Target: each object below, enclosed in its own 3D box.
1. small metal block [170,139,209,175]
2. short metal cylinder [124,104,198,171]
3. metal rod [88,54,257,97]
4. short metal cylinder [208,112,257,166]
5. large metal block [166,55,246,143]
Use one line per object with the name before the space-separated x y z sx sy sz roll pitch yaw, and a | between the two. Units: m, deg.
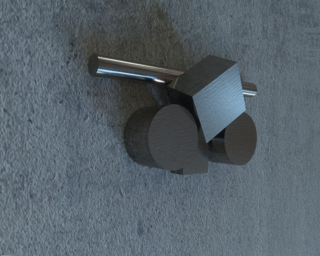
small metal block | 0.043 0.039 0.443 0.050 0.025 0.050 2 89 -40
short metal cylinder | 0.002 0.011 0.391 0.081 0.050 0.079 0 90 -40
metal rod | 0.042 -0.068 0.441 0.302 0.025 0.025 1 90 -40
short metal cylinder | 0.105 0.016 0.478 0.081 0.050 0.079 0 90 -40
large metal block | 0.066 -0.040 0.422 0.080 0.050 0.080 -38 131 -19
